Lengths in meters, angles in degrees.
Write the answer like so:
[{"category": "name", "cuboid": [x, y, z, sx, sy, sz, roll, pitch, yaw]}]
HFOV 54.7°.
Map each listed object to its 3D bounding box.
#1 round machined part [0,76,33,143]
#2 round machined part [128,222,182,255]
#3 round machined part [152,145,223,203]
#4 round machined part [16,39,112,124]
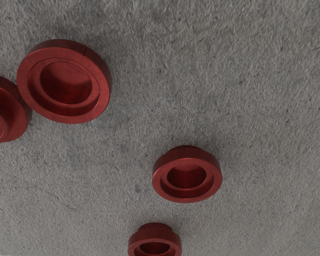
[{"category": "round machined part", "cuboid": [-0.214, -0.017, 0.380, 0.099, 0.042, 0.097, 0, 130, 0]}, {"category": "round machined part", "cuboid": [-0.009, 0.213, 0.577, 0.099, 0.042, 0.097, 0, 130, 0]}, {"category": "round machined part", "cuboid": [0.038, 0.063, 0.450, 0.099, 0.042, 0.097, 0, 130, 0]}, {"category": "round machined part", "cuboid": [-0.103, -0.055, 0.348, 0.099, 0.042, 0.097, 0, 130, 0]}]
